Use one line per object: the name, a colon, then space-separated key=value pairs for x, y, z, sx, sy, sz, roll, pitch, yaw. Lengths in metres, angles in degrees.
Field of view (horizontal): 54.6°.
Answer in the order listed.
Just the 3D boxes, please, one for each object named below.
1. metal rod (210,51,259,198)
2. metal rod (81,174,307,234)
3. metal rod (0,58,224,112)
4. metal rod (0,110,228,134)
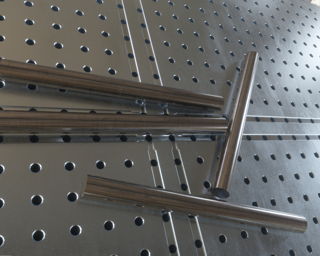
metal rod: x=0.125 y=-0.025 z=0.489 sx=0.025 sy=0.025 sz=0.301 roll=31 pitch=52 yaw=-9
metal rod: x=0.057 y=0.097 z=0.378 sx=0.302 sy=0.025 sz=0.025 roll=15 pitch=56 yaw=-20
metal rod: x=-0.045 y=-0.052 z=0.415 sx=0.302 sy=0.025 sz=0.025 roll=6 pitch=59 yaw=-25
metal rod: x=-0.042 y=-0.005 z=0.388 sx=0.302 sy=0.025 sz=0.025 roll=1 pitch=62 yaw=-28
